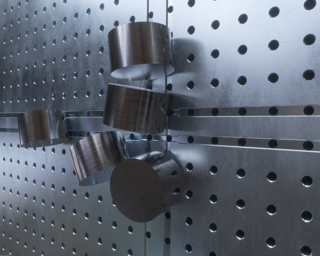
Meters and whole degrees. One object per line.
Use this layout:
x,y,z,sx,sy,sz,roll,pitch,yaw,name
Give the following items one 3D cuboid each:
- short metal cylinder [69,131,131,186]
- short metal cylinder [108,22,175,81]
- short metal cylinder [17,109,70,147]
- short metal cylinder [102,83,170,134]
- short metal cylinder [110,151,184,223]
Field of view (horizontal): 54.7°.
-0.083,0.044,0.442,0.080,0.081,0.050,-34,69,35,short metal cylinder
-0.024,-0.094,0.393,0.080,0.081,0.050,-9,84,39,short metal cylinder
-0.203,0.002,0.541,0.080,0.081,0.050,-17,79,39,short metal cylinder
-0.030,-0.026,0.399,0.080,0.081,0.050,16,101,39,short metal cylinder
-0.017,0.073,0.398,0.080,0.050,0.079,4,98,30,short metal cylinder
